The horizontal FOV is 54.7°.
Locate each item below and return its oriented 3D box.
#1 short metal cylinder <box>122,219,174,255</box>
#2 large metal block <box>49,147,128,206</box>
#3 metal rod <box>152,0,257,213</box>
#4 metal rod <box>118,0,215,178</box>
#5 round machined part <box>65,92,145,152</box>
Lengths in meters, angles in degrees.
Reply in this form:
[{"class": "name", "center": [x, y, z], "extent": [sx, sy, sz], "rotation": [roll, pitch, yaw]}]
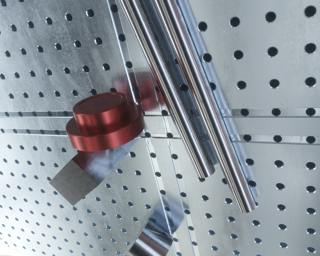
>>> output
[{"class": "short metal cylinder", "center": [-0.022, 0.199, 0.508], "extent": [0.050, 0.080, 0.079], "rotation": [36, 129, 4]}, {"class": "large metal block", "center": [-0.107, 0.060, 0.467], "extent": [0.050, 0.080, 0.080], "rotation": [46, 129, -4]}, {"class": "metal rod", "center": [0.057, -0.023, 0.365], "extent": [0.025, 0.025, 0.299], "rotation": [-12, 113, 33]}, {"class": "metal rod", "center": [0.002, -0.069, 0.366], "extent": [0.025, 0.025, 0.299], "rotation": [-13, 112, 33]}, {"class": "round machined part", "center": [-0.071, -0.014, 0.391], "extent": [0.098, 0.098, 0.042], "rotation": [3, 120, 26]}]
